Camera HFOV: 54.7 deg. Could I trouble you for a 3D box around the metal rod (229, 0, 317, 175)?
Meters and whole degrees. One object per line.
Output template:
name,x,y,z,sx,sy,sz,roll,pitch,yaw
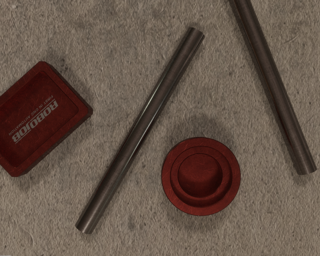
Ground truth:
metal rod,0.141,-0.081,0.411,0.025,0.025,0.299,-22,90,0

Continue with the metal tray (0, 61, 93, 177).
metal tray,-0.166,-0.011,0.405,0.130,0.030,0.090,-42,91,-1

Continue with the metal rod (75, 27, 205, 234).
metal rod,-0.026,0.003,0.409,0.025,0.025,0.299,30,90,-1

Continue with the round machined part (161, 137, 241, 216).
round machined part,0.051,0.060,0.402,0.099,0.042,0.097,0,90,-1
